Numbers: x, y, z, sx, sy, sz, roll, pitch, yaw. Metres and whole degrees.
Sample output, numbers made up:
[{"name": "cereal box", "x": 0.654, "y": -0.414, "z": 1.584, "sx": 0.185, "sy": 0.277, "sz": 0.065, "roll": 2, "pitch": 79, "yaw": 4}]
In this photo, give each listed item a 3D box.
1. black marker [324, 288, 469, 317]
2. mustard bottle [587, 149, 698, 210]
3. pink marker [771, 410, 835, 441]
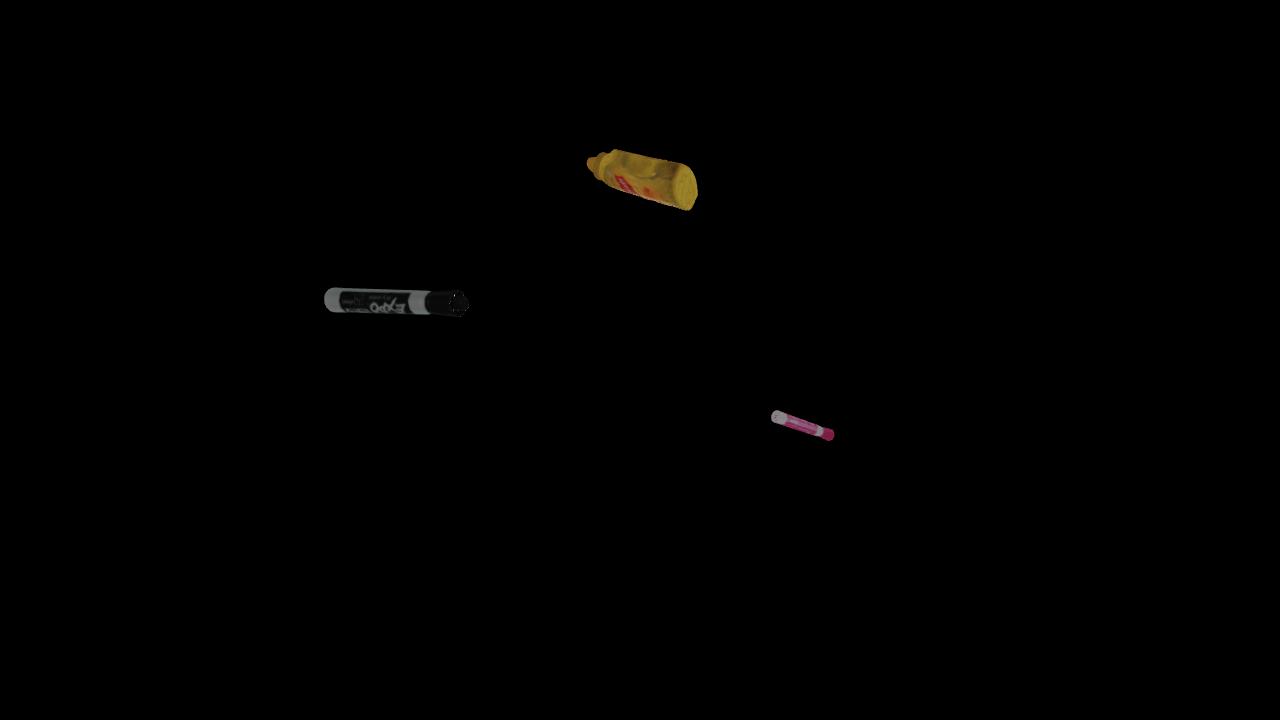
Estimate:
[{"name": "black marker", "x": -0.175, "y": -0.042, "z": 0.441, "sx": 0.121, "sy": 0.020, "sz": 0.020, "roll": 4, "pitch": 1, "yaw": 22}, {"name": "mustard bottle", "x": -0.006, "y": -0.283, "z": 0.940, "sx": 0.184, "sy": 0.054, "sz": 0.092, "roll": 23, "pitch": -1, "yaw": 26}, {"name": "pink marker", "x": 0.246, "y": 0.099, "z": 0.920, "sx": 0.121, "sy": 0.020, "sz": 0.020, "roll": 19, "pitch": -9, "yaw": -28}]
